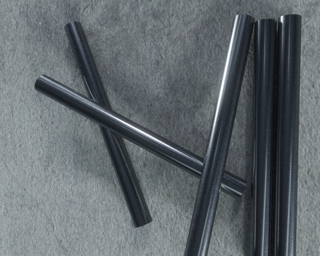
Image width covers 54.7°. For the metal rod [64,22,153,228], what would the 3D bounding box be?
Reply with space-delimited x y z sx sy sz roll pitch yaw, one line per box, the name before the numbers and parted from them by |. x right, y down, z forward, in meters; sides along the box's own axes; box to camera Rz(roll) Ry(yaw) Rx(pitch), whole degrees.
metal rod | -0.075 -0.010 0.434 0.025 0.025 0.299 -23 83 18

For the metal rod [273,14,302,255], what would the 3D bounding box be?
metal rod | 0.146 0.022 0.357 0.025 0.025 0.298 1 90 19

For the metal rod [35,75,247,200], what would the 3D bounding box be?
metal rod | -0.032 0.007 0.399 0.301 0.025 0.025 28 99 10

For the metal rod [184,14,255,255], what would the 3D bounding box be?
metal rod | 0.069 0.014 0.359 0.025 0.025 0.298 11 84 19

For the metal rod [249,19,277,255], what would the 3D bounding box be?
metal rod | 0.121 0.025 0.366 0.025 0.025 0.298 1 90 19
